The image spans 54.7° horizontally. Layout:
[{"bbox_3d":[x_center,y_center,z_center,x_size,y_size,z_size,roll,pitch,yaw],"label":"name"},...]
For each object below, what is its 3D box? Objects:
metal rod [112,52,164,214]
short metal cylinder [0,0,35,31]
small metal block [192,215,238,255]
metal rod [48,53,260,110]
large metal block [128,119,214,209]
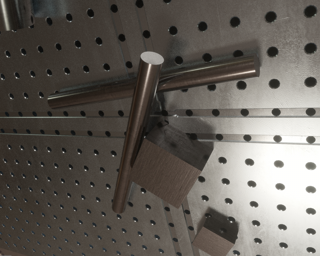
[{"bbox_3d":[-0.039,0.031,0.429,0.025,0.025,0.298,27,134,11],"label":"metal rod"},{"bbox_3d":[-0.200,-0.157,0.382,0.080,0.080,0.050,17,125,18],"label":"short metal cylinder"},{"bbox_3d":[0.083,0.167,0.470,0.050,0.025,0.050,27,128,10],"label":"small metal block"},{"bbox_3d":[-0.030,-0.052,0.393,0.300,0.025,0.025,-5,116,30],"label":"metal rod"},{"bbox_3d":[0.013,0.049,0.417,0.080,0.050,0.079,30,128,8],"label":"large metal block"}]
